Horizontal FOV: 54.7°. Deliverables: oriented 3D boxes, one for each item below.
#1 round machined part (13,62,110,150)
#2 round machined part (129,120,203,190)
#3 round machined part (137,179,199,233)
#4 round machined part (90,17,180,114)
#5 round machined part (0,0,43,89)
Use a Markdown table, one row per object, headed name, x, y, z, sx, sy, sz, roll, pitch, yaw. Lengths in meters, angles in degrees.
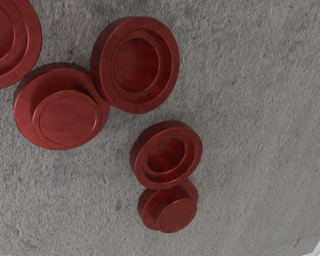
| name | x | y | z | sx | sy | sz | roll | pitch | yaw |
| --- | --- | --- | --- | --- | --- | --- | --- | --- | --- |
| round machined part | -0.101 | -0.017 | 0.330 | 0.099 | 0.042 | 0.097 | -14 | 124 | -21 |
| round machined part | 0.005 | 0.032 | 0.418 | 0.099 | 0.042 | 0.097 | -14 | 124 | -21 |
| round machined part | 0.018 | 0.124 | 0.482 | 0.099 | 0.042 | 0.097 | -14 | 124 | -21 |
| round machined part | -0.029 | -0.067 | 0.327 | 0.099 | 0.042 | 0.097 | -16 | 116 | -35 |
| round machined part | -0.154 | -0.084 | 0.260 | 0.099 | 0.042 | 0.097 | -14 | 124 | -21 |
